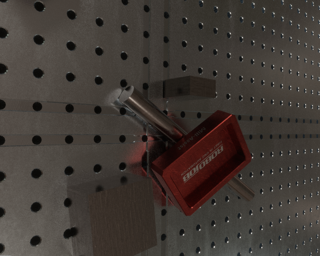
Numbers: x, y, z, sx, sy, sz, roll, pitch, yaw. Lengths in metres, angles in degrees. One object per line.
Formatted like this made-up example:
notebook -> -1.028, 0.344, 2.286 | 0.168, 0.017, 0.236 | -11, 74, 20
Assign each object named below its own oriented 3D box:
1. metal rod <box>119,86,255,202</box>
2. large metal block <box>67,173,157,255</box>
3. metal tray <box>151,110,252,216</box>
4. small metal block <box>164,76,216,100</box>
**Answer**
metal rod -> 0.057, 0.038, 0.459 | 0.301, 0.025, 0.025 | 39, 66, -33
large metal block -> -0.053, 0.101, 0.350 | 0.081, 0.050, 0.079 | -8, 95, -40
metal tray -> 0.062, 0.048, 0.430 | 0.131, 0.030, 0.090 | -38, 121, -15
small metal block -> 0.041, -0.054, 0.430 | 0.050, 0.050, 0.025 | 1, 90, -40
